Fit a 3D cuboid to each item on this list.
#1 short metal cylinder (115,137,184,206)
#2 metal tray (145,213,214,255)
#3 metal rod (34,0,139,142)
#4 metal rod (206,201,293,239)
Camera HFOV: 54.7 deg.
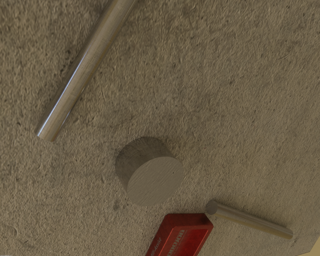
[{"bbox_3d":[-0.015,0.059,0.420,0.081,0.050,0.079,-14,125,-21],"label":"short metal cylinder"},{"bbox_3d":[0.029,0.213,0.553,0.091,0.030,0.129,10,113,-33],"label":"metal tray"},{"bbox_3d":[-0.045,-0.114,0.312,0.025,0.025,0.299,25,105,-37],"label":"metal rod"},{"bbox_3d":[0.197,0.196,0.638,0.301,0.025,0.025,28,103,-38],"label":"metal rod"}]
